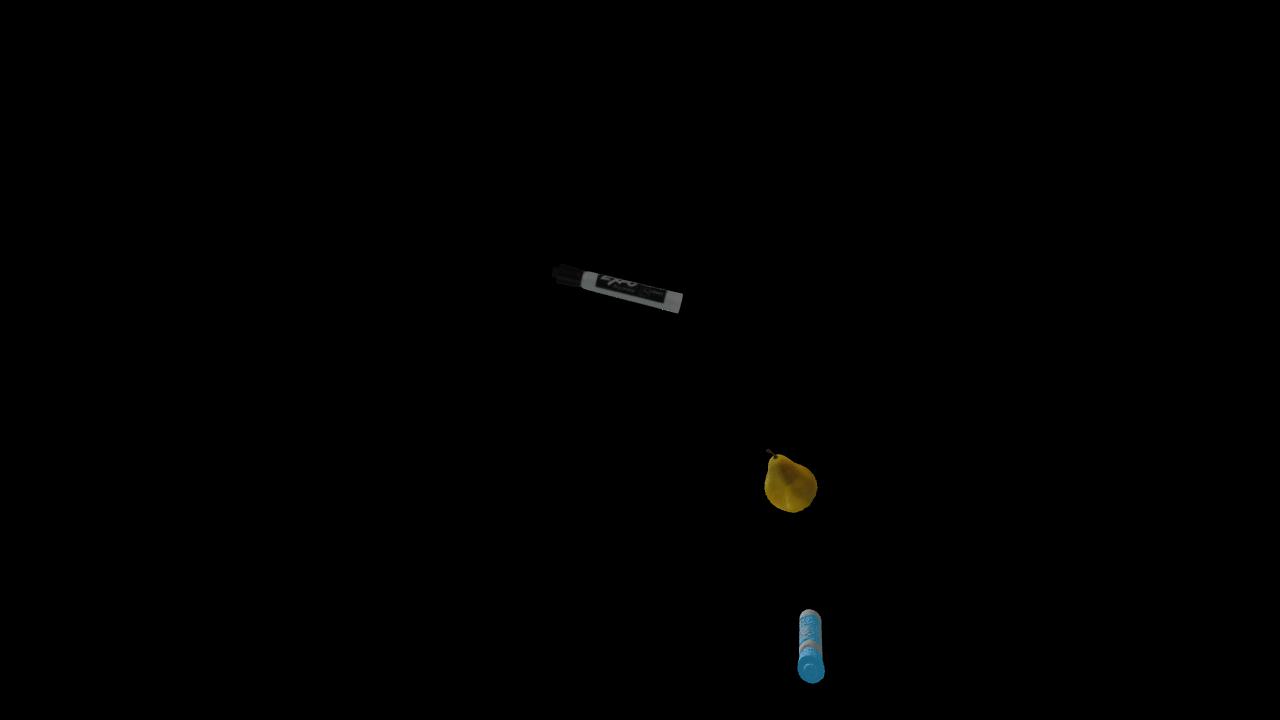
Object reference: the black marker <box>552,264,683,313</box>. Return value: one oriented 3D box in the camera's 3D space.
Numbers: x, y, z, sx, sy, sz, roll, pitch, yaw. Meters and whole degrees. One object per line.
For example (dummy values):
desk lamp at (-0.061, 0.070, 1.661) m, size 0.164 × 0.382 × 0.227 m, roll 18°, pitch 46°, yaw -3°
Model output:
black marker at (-0.021, -0.066, 0.562) m, size 0.121 × 0.020 × 0.020 m, roll 14°, pitch 0°, yaw 1°

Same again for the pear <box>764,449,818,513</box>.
pear at (0.223, 0.174, 0.927) m, size 0.080 × 0.111 × 0.080 m, roll -14°, pitch 32°, yaw 9°

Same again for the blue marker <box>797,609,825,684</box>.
blue marker at (0.134, 0.223, 0.484) m, size 0.020 × 0.020 × 0.121 m, roll 0°, pitch -6°, yaw 15°
